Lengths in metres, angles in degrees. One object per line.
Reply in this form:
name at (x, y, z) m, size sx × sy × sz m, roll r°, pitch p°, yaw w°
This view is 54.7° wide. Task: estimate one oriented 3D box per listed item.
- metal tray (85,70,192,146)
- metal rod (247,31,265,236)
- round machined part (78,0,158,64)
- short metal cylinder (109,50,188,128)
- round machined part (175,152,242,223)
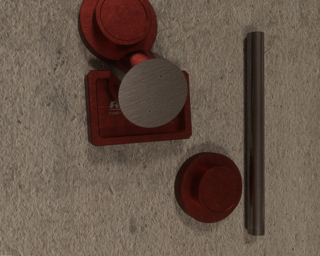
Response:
metal tray at (-0.026, -0.027, 0.397) m, size 0.131 × 0.030 × 0.089 m, roll -4°, pitch 91°, yaw -20°
metal rod at (0.143, 0.008, 0.463) m, size 0.025 × 0.025 × 0.298 m, roll 0°, pitch 90°, yaw -20°
round machined part at (-0.049, -0.131, 0.382) m, size 0.099 × 0.042 × 0.097 m, roll 0°, pitch 90°, yaw -21°
short metal cylinder at (-0.015, -0.047, 0.363) m, size 0.081 × 0.050 × 0.079 m, roll -9°, pitch 117°, yaw -18°
round machined part at (0.073, 0.083, 0.429) m, size 0.099 × 0.042 × 0.097 m, roll 0°, pitch 90°, yaw -21°
